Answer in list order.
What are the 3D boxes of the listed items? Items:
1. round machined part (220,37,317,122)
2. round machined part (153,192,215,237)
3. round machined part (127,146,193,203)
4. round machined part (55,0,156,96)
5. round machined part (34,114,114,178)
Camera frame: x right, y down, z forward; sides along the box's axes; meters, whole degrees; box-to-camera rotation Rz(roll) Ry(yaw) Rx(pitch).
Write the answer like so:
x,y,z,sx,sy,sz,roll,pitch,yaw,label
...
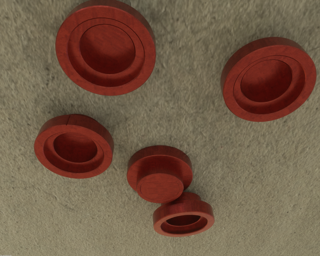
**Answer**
x,y,z,sx,sy,sz,roll,pitch,yaw,label
0.118,-0.057,0.349,0.099,0.042,0.097,-1,130,0,round machined part
0.037,0.140,0.509,0.099,0.042,0.097,-4,140,-3,round machined part
0.000,0.075,0.460,0.099,0.042,0.097,0,130,0,round machined part
-0.054,-0.085,0.323,0.099,0.042,0.097,-1,130,0,round machined part
-0.110,0.020,0.411,0.099,0.042,0.097,-1,130,0,round machined part
